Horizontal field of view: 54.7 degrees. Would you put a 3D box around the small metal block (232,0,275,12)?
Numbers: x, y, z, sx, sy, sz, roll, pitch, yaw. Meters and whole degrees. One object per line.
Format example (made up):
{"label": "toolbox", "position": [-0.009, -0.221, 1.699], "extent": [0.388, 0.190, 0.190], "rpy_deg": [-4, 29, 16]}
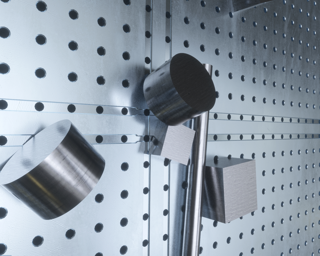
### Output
{"label": "small metal block", "position": [0.159, -0.220, 0.525], "extent": [0.050, 0.050, 0.025], "rpy_deg": [-27, 107, -37]}

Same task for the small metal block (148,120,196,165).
{"label": "small metal block", "position": [0.017, 0.020, 0.423], "extent": [0.050, 0.025, 0.050], "rpy_deg": [24, 75, -37]}

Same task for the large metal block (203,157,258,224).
{"label": "large metal block", "position": [0.105, 0.092, 0.481], "extent": [0.081, 0.050, 0.079], "rpy_deg": [-6, 94, -40]}

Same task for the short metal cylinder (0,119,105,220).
{"label": "short metal cylinder", "position": [-0.099, 0.037, 0.290], "extent": [0.080, 0.080, 0.050], "rpy_deg": [-51, 120, -28]}

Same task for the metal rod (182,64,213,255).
{"label": "metal rod", "position": [0.054, 0.055, 0.454], "extent": [0.025, 0.025, 0.298], "rpy_deg": [8, 85, -40]}

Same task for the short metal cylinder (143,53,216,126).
{"label": "short metal cylinder", "position": [0.026, -0.048, 0.398], "extent": [0.080, 0.050, 0.080], "rpy_deg": [21, 56, -35]}
